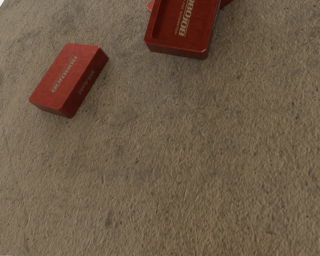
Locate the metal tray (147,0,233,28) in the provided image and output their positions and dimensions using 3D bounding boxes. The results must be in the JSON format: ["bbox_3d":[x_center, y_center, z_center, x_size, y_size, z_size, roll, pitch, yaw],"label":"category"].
[{"bbox_3d":[0.053,-0.208,0.500,0.130,0.030,0.090,-36,51,3],"label":"metal tray"}]

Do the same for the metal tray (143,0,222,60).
[{"bbox_3d":[0.037,-0.170,0.447,0.090,0.030,0.129,13,83,14],"label":"metal tray"}]

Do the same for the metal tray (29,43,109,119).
[{"bbox_3d":[-0.157,-0.085,0.536,0.090,0.030,0.130,15,69,34],"label":"metal tray"}]
